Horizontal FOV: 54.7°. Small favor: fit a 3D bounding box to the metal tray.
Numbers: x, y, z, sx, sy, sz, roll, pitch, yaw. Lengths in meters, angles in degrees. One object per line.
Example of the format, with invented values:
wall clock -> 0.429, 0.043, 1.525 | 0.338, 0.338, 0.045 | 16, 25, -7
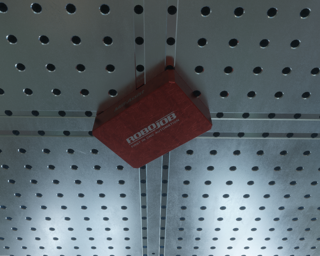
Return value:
metal tray -> -0.010, -0.007, 0.403 | 0.130, 0.030, 0.090 | -30, 124, 23
